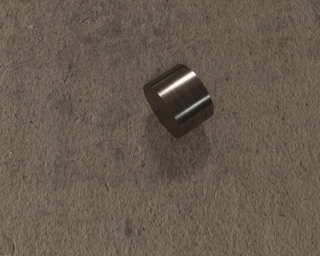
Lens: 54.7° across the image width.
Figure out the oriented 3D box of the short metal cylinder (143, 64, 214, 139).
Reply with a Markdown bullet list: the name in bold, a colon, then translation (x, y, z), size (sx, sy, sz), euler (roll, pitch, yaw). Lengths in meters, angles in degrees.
- **short metal cylinder**: translation (0.023, -0.033, 0.391), size (0.050, 0.080, 0.080), euler (-34, 74, -12)
